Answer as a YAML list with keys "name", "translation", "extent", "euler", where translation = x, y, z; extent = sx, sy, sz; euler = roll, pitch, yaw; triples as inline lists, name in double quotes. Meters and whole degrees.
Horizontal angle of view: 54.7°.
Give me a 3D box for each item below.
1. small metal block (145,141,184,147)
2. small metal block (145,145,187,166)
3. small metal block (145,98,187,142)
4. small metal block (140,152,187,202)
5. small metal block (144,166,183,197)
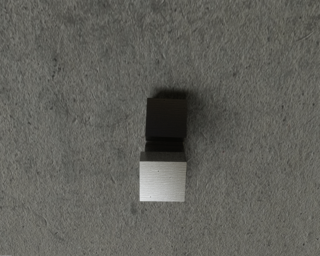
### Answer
- name: "small metal block"
  translation: [0.005, 0.029, 0.423]
  extent: [0.050, 0.025, 0.050]
  euler: [2, 110, -2]
- name: "small metal block"
  translation: [0.005, 0.043, 0.386]
  extent: [0.050, 0.050, 0.025]
  euler: [2, 110, -1]
- name: "small metal block"
  translation: [0.008, -0.010, 0.395]
  extent: [0.050, 0.025, 0.050]
  euler: [3, 74, -1]
- name: "small metal block"
  translation: [0.003, 0.055, 0.351]
  extent: [0.050, 0.025, 0.050]
  euler: [1, 110, -1]
- name: "small metal block"
  translation: [0.004, 0.074, 0.425]
  extent: [0.050, 0.025, 0.050]
  euler: [2, 151, -1]
